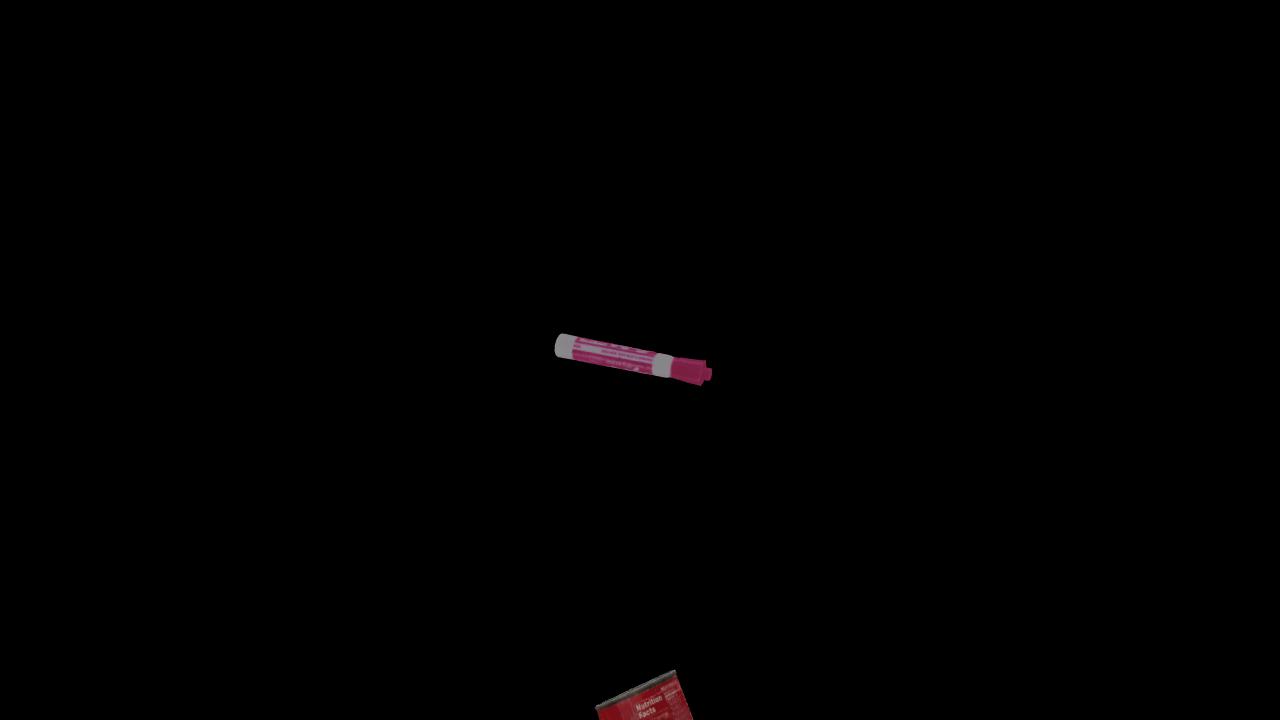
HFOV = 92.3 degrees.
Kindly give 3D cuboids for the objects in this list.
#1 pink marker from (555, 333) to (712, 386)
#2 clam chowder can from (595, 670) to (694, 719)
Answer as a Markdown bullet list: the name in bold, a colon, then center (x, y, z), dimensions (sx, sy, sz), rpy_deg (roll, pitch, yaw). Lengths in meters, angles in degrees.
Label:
- **pink marker**: center (-0.006, 0.000, 0.459), dimensions (0.121, 0.020, 0.020), rpy_deg (11, 3, 17)
- **clam chowder can**: center (0.016, 0.294, 0.452), dimensions (0.068, 0.102, 0.068), rpy_deg (-20, -25, -10)
